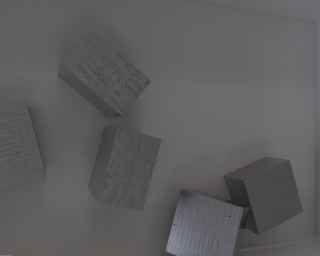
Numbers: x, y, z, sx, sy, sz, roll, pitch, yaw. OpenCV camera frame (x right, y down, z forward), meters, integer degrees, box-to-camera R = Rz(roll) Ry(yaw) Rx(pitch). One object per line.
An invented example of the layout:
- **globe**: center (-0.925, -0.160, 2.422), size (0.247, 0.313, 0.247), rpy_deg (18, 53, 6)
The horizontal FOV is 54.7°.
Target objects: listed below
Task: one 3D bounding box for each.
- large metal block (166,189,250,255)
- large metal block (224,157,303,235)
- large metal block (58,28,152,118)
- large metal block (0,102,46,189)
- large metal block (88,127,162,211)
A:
- **large metal block**: center (0.063, 0.129, 0.398), size (0.050, 0.080, 0.080), rpy_deg (25, 78, -63)
- **large metal block**: center (0.151, 0.096, 0.453), size (0.081, 0.050, 0.080), rpy_deg (-19, 97, -19)
- **large metal block**: center (-0.067, -0.057, 0.356), size (0.080, 0.080, 0.050), rpy_deg (42, 77, -15)
- **large metal block**: center (-0.174, 0.021, 0.333), size (0.081, 0.050, 0.080), rpy_deg (-15, 95, -20)
- **large metal block**: center (-0.045, 0.044, 0.365), size (0.050, 0.080, 0.080), rpy_deg (16, 85, -19)
